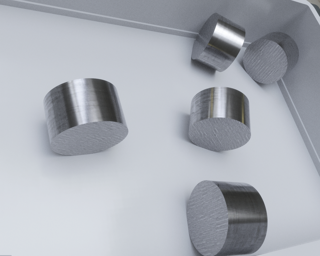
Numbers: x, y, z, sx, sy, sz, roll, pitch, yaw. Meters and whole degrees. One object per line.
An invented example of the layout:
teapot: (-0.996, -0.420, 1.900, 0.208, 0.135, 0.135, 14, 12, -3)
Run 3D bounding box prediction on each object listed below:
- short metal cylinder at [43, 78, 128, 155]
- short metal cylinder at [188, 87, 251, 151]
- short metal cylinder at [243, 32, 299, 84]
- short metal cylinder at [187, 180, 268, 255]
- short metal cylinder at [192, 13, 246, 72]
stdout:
short metal cylinder: (-0.079, -0.010, 0.333, 0.081, 0.080, 0.050, -4, 64, -30)
short metal cylinder: (0.081, -0.011, 0.420, 0.080, 0.080, 0.050, 20, 54, -17)
short metal cylinder: (0.197, -0.125, 0.553, 0.050, 0.080, 0.080, -34, 81, -38)
short metal cylinder: (0.072, 0.100, 0.348, 0.050, 0.080, 0.080, 8, 58, -24)
short metal cylinder: (0.094, -0.138, 0.505, 0.050, 0.080, 0.080, 22, 54, -15)
